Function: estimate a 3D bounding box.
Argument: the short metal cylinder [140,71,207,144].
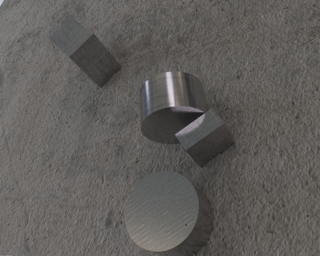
[{"bbox_3d":[0.017,-0.022,0.374,0.080,0.080,0.050,-17,55,18],"label":"short metal cylinder"}]

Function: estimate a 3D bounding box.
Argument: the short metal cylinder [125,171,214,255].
[{"bbox_3d":[0.011,0.092,0.326,0.080,0.050,0.080,-13,56,21],"label":"short metal cylinder"}]

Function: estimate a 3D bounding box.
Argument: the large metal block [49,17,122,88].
[{"bbox_3d":[-0.121,-0.123,0.508,0.050,0.080,0.080,-46,51,-3],"label":"large metal block"}]

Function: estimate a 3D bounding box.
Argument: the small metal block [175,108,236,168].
[{"bbox_3d":[0.052,0.013,0.353,0.050,0.050,0.025,-36,52,4],"label":"small metal block"}]
